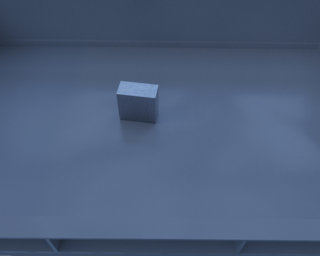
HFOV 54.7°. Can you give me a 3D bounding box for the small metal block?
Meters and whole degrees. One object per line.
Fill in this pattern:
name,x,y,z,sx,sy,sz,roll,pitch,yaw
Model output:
small metal block,-0.029,-0.034,0.417,0.050,0.050,0.025,7,51,5
